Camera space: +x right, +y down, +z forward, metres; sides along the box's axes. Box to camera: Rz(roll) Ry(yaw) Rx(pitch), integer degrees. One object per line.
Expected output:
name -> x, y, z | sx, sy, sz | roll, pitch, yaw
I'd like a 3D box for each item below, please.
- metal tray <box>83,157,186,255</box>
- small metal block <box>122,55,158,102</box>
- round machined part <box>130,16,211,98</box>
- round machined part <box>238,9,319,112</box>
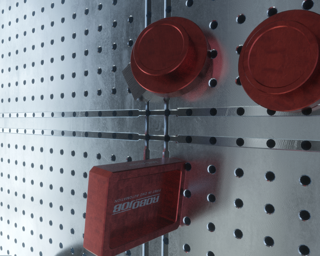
metal tray -> -0.023, 0.085, 0.358 | 0.030, 0.131, 0.089 | 9, 96, 39
small metal block -> -0.019, -0.071, 0.423 | 0.050, 0.025, 0.050 | -38, 67, 33
round machined part -> 0.008, -0.089, 0.371 | 0.098, 0.042, 0.098 | -4, 78, 21
round machined part -> 0.120, -0.064, 0.298 | 0.098, 0.042, 0.097 | 0, 90, 39
